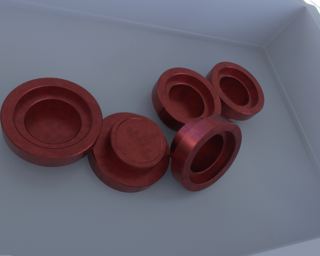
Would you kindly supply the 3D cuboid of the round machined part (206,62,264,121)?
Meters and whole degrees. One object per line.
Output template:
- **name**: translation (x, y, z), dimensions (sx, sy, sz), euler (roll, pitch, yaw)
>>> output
- **round machined part**: translation (0.112, -0.053, 0.490), dimensions (0.099, 0.042, 0.098), euler (14, 56, -21)

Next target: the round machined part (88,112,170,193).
- **round machined part**: translation (-0.032, 0.023, 0.365), dimensions (0.099, 0.042, 0.098), euler (14, 56, -21)

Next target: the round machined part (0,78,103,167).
- **round machined part**: translation (-0.115, -0.003, 0.332), dimensions (0.099, 0.042, 0.098), euler (11, 56, -17)

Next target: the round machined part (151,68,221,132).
- **round machined part**: translation (0.033, -0.033, 0.434), dimensions (0.099, 0.042, 0.098), euler (13, 57, -21)

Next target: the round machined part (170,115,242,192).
- **round machined part**: translation (0.051, 0.027, 0.382), dimensions (0.099, 0.097, 0.042), euler (-16, 39, -35)
